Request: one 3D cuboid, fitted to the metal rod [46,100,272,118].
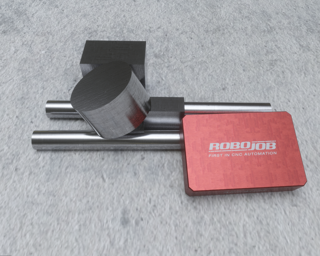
[{"bbox_3d":[-0.002,-0.024,0.425,0.302,0.025,0.025,1,50,0],"label":"metal rod"}]

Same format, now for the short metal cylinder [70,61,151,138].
[{"bbox_3d":[-0.058,-0.034,0.370,0.080,0.050,0.080,-16,46,17],"label":"short metal cylinder"}]

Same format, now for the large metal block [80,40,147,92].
[{"bbox_3d":[-0.059,-0.073,0.430,0.081,0.080,0.050,1,50,0],"label":"large metal block"}]

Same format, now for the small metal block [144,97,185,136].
[{"bbox_3d":[0.005,-0.014,0.399,0.050,0.050,0.025,1,50,0],"label":"small metal block"}]

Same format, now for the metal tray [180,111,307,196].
[{"bbox_3d":[0.092,0.029,0.360,0.131,0.030,0.090,-2,68,-4],"label":"metal tray"}]

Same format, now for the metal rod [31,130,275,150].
[{"bbox_3d":[-0.006,0.015,0.392,0.302,0.025,0.025,0,50,-1],"label":"metal rod"}]
